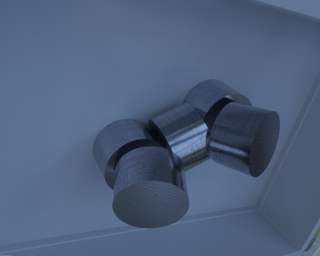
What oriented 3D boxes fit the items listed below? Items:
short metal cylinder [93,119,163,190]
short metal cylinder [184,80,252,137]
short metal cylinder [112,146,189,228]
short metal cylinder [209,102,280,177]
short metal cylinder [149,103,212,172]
[{"bbox_3d":[-0.038,0.036,0.393,0.081,0.050,0.079,-14,125,-21],"label":"short metal cylinder"},{"bbox_3d":[0.077,-0.019,0.423,0.081,0.050,0.079,-14,125,-21],"label":"short metal cylinder"},{"bbox_3d":[-0.010,0.067,0.344,0.081,0.050,0.079,-2,129,-2],"label":"short metal cylinder"},{"bbox_3d":[0.103,0.013,0.372,0.081,0.050,0.079,-24,123,-44],"label":"short metal cylinder"},{"bbox_3d":[0.026,0.014,0.396,0.050,0.080,0.080,-27,128,-12],"label":"short metal cylinder"}]
